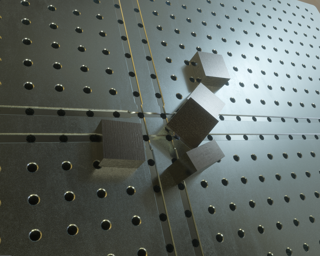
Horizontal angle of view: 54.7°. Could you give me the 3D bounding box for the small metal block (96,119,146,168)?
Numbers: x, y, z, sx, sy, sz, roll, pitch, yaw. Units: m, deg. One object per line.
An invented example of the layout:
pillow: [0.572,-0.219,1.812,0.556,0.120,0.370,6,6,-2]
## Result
small metal block: [-0.048,0.020,0.372,0.050,0.025,0.050,6,59,-26]

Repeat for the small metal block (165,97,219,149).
small metal block: [0.042,-0.005,0.422,0.050,0.025,0.050,41,82,-1]

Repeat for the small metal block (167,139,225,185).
small metal block: [0.045,0.043,0.392,0.050,0.050,0.025,-20,73,-36]

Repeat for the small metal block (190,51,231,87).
small metal block: [0.083,-0.097,0.515,0.050,0.025,0.050,1,61,-28]

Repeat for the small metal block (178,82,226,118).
small metal block: [0.063,-0.033,0.462,0.050,0.025,0.050,41,47,-1]
